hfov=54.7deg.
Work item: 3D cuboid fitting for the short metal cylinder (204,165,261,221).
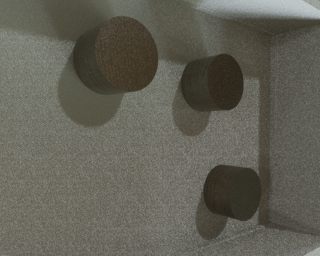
[{"bbox_3d":[0.114,0.100,0.486,0.081,0.050,0.080,0,90,-40],"label":"short metal cylinder"}]

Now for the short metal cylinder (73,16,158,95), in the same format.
[{"bbox_3d":[-0.049,-0.079,0.349,0.081,0.050,0.080,0,90,-40],"label":"short metal cylinder"}]

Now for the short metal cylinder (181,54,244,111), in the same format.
[{"bbox_3d":[0.078,-0.065,0.455,0.081,0.050,0.080,0,90,-40],"label":"short metal cylinder"}]
